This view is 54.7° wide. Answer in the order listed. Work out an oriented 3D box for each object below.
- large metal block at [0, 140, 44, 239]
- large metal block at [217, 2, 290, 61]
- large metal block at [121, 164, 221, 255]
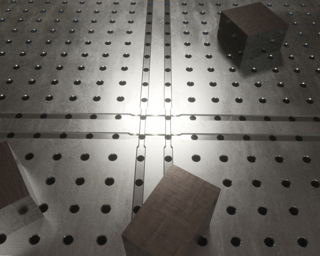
[{"bbox_3d":[-0.183,0.072,0.329,0.081,0.050,0.080,-26,55,-21],"label":"large metal block"},{"bbox_3d":[0.158,-0.168,0.535,0.081,0.050,0.080,-18,53,-15],"label":"large metal block"},{"bbox_3d":[0.011,0.095,0.292,0.050,0.080,0.080,26,55,20],"label":"large metal block"}]
